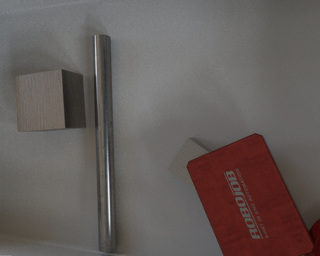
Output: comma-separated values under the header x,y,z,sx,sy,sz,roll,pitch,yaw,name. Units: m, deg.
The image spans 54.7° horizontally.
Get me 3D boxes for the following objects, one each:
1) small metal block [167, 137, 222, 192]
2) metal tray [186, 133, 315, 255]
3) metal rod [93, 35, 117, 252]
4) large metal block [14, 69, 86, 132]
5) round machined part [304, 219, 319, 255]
x,y,z,sx,sy,sz,roll,pitch,yaw,name
0.046,0.047,0.394,0.050,0.025,0.050,35,101,16,small metal block
0.097,0.081,0.343,0.090,0.030,0.129,-26,79,18,metal tray
-0.078,0.021,0.436,0.025,0.025,0.298,-2,89,19,metal rod
-0.159,-0.037,0.452,0.080,0.050,0.080,-4,89,19,large metal block
0.205,0.134,0.315,0.098,0.042,0.098,-17,67,45,round machined part
